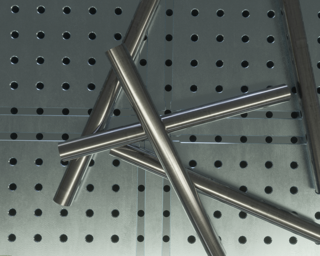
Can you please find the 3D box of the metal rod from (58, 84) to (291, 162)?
[{"bbox_3d":[0.023,-0.009,0.399,0.302,0.025,0.025,-15,90,-6],"label":"metal rod"}]

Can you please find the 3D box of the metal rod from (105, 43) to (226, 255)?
[{"bbox_3d":[0.013,0.041,0.380,0.025,0.025,0.299,-26,104,0],"label":"metal rod"}]

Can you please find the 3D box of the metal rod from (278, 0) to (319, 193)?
[{"bbox_3d":[0.194,-0.062,0.415,0.025,0.025,0.298,-11,90,0],"label":"metal rod"}]

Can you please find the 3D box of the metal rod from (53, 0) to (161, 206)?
[{"bbox_3d":[-0.070,-0.039,0.412,0.025,0.025,0.299,24,90,-1],"label":"metal rod"}]

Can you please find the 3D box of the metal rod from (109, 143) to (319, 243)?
[{"bbox_3d":[0.076,0.083,0.414,0.301,0.025,0.025,23,90,-1],"label":"metal rod"}]
